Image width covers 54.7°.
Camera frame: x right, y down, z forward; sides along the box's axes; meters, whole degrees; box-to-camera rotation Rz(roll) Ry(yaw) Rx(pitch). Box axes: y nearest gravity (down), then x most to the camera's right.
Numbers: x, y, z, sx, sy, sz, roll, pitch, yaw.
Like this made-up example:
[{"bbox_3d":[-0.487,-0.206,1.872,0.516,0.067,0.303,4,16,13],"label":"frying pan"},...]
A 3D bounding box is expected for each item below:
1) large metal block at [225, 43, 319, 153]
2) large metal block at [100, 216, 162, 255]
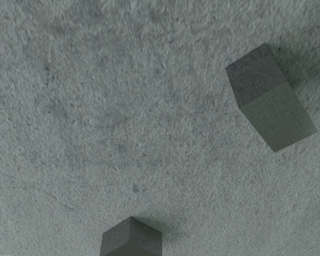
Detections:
[{"bbox_3d":[0.122,-0.034,0.345,0.050,0.080,0.080,-32,124,23],"label":"large metal block"},{"bbox_3d":[-0.053,0.218,0.576,0.080,0.050,0.080,37,121,-28],"label":"large metal block"}]
